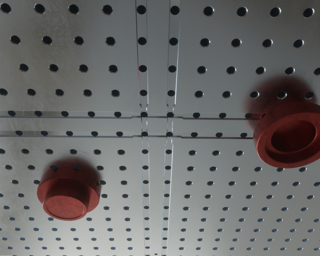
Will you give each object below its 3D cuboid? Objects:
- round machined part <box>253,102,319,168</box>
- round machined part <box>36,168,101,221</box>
[{"bbox_3d":[0.172,0.005,0.406,0.099,0.042,0.097,0,130,0],"label":"round machined part"},{"bbox_3d":[-0.147,0.111,0.494,0.099,0.042,0.097,0,130,0],"label":"round machined part"}]
